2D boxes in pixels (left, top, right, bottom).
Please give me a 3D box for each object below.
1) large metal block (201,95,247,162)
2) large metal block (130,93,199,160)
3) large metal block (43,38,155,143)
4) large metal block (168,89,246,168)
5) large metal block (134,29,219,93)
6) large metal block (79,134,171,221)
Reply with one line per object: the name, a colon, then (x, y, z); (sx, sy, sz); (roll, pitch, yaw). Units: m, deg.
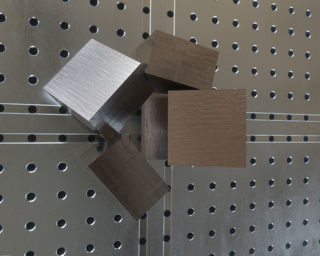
large metal block: (0.086, 0.000, 0.406); (0.050, 0.080, 0.080); (0, 90, 18)
large metal block: (0.007, -0.002, 0.402); (0.081, 0.050, 0.080); (1, 90, -20)
large metal block: (-0.068, -0.044, 0.351); (0.080, 0.080, 0.050); (-51, 150, -13)
large metal block: (0.054, 0.000, 0.345); (0.080, 0.050, 0.080); (0, 89, 14)
large metal block: (0.014, -0.075, 0.389); (0.081, 0.080, 0.050); (14, 85, -19)
large metal block: (-0.045, 0.053, 0.365); (0.050, 0.080, 0.080); (-42, 104, -16)
